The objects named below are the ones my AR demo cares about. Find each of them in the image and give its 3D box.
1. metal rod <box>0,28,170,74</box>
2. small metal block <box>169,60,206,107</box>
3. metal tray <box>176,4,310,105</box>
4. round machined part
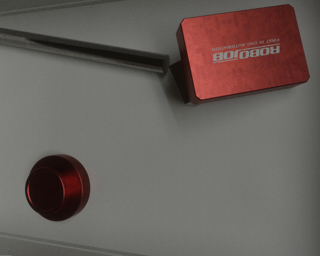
[{"bbox_3d":[-0.130,-0.118,0.454,0.301,0.025,0.025,14,95,19],"label":"metal rod"},{"bbox_3d":[0.039,-0.055,0.383,0.025,0.050,0.050,-25,82,18],"label":"small metal block"},{"bbox_3d":[0.091,-0.082,0.346,0.131,0.030,0.089,-11,86,-8],"label":"metal tray"},{"bbox_3d":[-0.157,0.089,0.455,0.098,0.042,0.097,0,90,19],"label":"round machined part"}]
